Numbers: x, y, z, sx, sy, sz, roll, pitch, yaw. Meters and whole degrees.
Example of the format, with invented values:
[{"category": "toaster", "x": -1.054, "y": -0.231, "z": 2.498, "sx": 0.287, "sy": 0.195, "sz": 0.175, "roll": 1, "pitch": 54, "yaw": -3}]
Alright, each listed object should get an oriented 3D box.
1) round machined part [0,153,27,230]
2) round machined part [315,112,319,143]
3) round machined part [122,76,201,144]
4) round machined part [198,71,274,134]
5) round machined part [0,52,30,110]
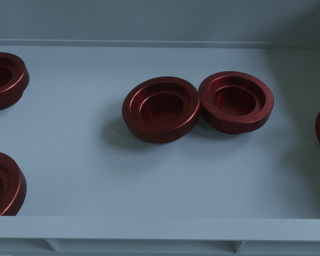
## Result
[{"category": "round machined part", "x": -0.192, "y": 0.075, "z": 0.328, "sx": 0.099, "sy": 0.042, "sz": 0.098, "roll": 0, "pitch": 50, "yaw": 0}, {"category": "round machined part", "x": 0.238, "y": 0.003, "z": 0.359, "sx": 0.042, "sy": 0.097, "sz": 0.098, "roll": -31, "pitch": 57, "yaw": -23}, {"category": "round machined part", "x": 0.004, "y": -0.019, "z": 0.402, "sx": 0.098, "sy": 0.042, "sz": 0.098, "roll": -7, "pitch": 50, "yaw": 9}, {"category": "round machined part", "x": 0.099, "y": -0.030, "z": 0.421, "sx": 0.099, "sy": 0.042, "sz": 0.098, "roll": 1, "pitch": 50, "yaw": 0}, {"category": "round machined part", "x": -0.238, "y": -0.062, "z": 0.443, "sx": 0.099, "sy": 0.042, "sz": 0.098, "roll": 0, "pitch": 50, "yaw": 0}]
